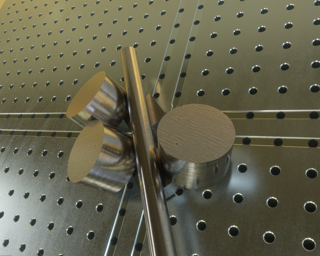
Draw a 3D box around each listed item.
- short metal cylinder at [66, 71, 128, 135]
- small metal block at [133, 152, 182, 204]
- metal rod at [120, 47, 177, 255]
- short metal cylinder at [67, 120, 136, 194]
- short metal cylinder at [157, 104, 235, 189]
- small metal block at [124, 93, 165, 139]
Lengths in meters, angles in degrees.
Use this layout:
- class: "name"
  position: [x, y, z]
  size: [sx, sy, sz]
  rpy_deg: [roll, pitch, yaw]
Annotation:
- class: "short metal cylinder"
  position: [-0.085, -0.033, 0.434]
  size: [0.080, 0.050, 0.080]
  rpy_deg: [-34, 33, 26]
- class: "small metal block"
  position: [-0.002, 0.057, 0.370]
  size: [0.050, 0.025, 0.050]
  rpy_deg: [-35, 51, 5]
- class: "metal rod"
  position: [-0.022, 0.006, 0.378]
  size: [0.025, 0.025, 0.299]
  rpy_deg: [-23, 53, 14]
- class: "short metal cylinder"
  position: [-0.072, 0.036, 0.386]
  size: [0.080, 0.050, 0.080]
  rpy_deg: [-31, 45, 38]
- class: "short metal cylinder"
  position: [0.038, 0.019, 0.339]
  size: [0.080, 0.050, 0.080]
  rpy_deg: [-2, 49, 2]
- class: "small metal block"
  position: [-0.017, -0.011, 0.420]
  size: [0.050, 0.025, 0.050]
  rpy_deg: [-37, 51, 3]
